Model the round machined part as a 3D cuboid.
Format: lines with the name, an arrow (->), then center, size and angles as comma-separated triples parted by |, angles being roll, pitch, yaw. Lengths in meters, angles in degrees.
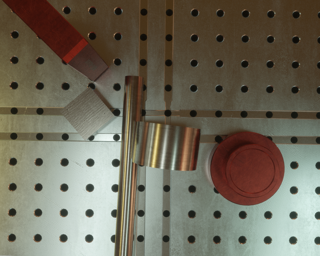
round machined part -> 0.115, 0.054, 0.406 | 0.099, 0.042, 0.097 | 0, 90, -1

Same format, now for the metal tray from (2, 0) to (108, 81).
metal tray -> -0.112, -0.104, 0.359 | 0.090, 0.130, 0.030 | 45, 90, -1

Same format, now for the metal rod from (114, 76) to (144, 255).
metal rod -> -0.043, 0.081, 0.412 | 0.025, 0.025, 0.298 | 3, 90, -1

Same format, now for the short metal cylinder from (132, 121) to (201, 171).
short metal cylinder -> 0.008, 0.021, 0.386 | 0.081, 0.080, 0.050 | 7, 90, -1

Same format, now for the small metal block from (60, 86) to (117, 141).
small metal block -> -0.094, -0.019, 0.412 | 0.050, 0.025, 0.050 | -40, 91, 0
